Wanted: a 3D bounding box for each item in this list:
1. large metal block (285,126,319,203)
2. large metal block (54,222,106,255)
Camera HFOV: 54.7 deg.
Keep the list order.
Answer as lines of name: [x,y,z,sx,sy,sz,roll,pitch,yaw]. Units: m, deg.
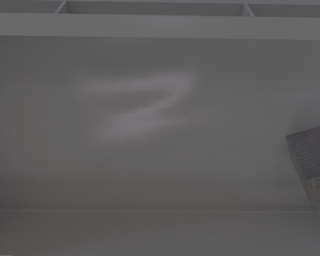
large metal block: [0.224,0.043,0.411,0.080,0.080,0.050,-18,128,14]
large metal block: [-0.148,0.236,0.575,0.050,0.080,0.080,-20,127,16]
